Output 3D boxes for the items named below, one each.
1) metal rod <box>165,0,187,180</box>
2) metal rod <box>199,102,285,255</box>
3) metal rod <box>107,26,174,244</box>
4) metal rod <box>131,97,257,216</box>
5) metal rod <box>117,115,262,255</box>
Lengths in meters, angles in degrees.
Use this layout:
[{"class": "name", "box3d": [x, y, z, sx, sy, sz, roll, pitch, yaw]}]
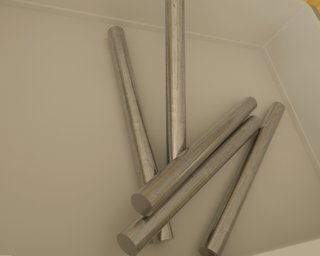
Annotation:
[{"class": "metal rod", "box3d": [0.020, -0.083, 0.391, 0.025, 0.025, 0.298, 2, 86, -28]}, {"class": "metal rod", "box3d": [0.130, 0.054, 0.445, 0.025, 0.025, 0.301, 41, 51, -1]}, {"class": "metal rod", "box3d": [-0.031, -0.010, 0.396, 0.025, 0.025, 0.299, 0, 62, -29]}, {"class": "metal rod", "box3d": [0.066, 0.016, 0.401, 0.025, 0.025, 0.302, 49, 41, 6]}, {"class": "metal rod", "box3d": [0.060, 0.049, 0.388, 0.025, 0.025, 0.302, 51, 45, 7]}]
